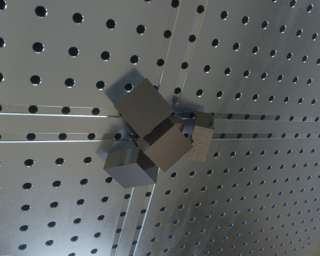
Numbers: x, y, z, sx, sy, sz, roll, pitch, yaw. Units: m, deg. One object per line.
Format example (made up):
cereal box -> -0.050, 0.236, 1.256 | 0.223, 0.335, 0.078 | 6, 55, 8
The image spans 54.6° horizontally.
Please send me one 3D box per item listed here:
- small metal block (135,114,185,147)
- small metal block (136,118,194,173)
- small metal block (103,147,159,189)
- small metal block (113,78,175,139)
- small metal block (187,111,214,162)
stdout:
small metal block -> 0.000, 0.009, 0.416 | 0.050, 0.025, 0.050 | 1, 120, -29
small metal block -> 0.007, 0.021, 0.394 | 0.050, 0.025, 0.050 | -42, 130, 0
small metal block -> -0.037, 0.053, 0.407 | 0.050, 0.025, 0.050 | -14, 135, 26
small metal block -> -0.019, -0.023, 0.370 | 0.050, 0.025, 0.050 | -40, 94, -1
small metal block -> 0.056, 0.011, 0.428 | 0.025, 0.050, 0.050 | 13, 116, 2
